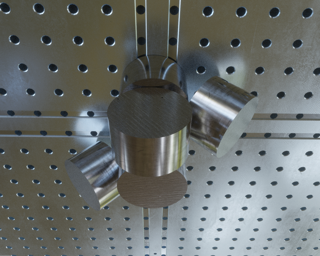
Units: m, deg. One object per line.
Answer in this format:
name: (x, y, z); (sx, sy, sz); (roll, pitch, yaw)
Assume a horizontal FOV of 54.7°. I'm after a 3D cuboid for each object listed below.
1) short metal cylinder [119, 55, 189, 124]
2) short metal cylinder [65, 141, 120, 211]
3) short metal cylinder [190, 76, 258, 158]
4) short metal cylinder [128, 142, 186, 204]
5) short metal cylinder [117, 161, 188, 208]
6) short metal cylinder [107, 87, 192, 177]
short metal cylinder: (-0.008, -0.037, 0.363); (0.081, 0.050, 0.079); (0, 131, 0)
short metal cylinder: (-0.085, 0.065, 0.422); (0.050, 0.080, 0.079); (-33, 139, -31)
short metal cylinder: (0.068, -0.013, 0.356); (0.050, 0.081, 0.079); (35, 134, 24)
short metal cylinder: (-0.005, 0.066, 0.451); (0.081, 0.050, 0.079); (-1, 131, 0)
short metal cylinder: (-0.009, 0.052, 0.373); (0.081, 0.050, 0.079); (0, 130, 0)
short metal cylinder: (-0.010, 0.002, 0.310); (0.081, 0.080, 0.050); (0, 130, -1)
